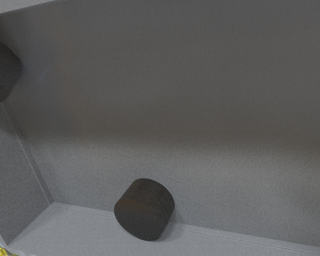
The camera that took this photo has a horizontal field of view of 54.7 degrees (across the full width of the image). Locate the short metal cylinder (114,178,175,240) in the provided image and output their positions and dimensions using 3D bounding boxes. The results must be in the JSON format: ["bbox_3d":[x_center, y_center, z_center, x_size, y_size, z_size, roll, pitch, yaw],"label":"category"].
[{"bbox_3d":[-0.024,0.126,0.483,0.080,0.050,0.079,13,124,21],"label":"short metal cylinder"}]

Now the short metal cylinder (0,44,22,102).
[{"bbox_3d":[-0.253,-0.082,0.456,0.080,0.080,0.050,47,129,-5],"label":"short metal cylinder"}]
